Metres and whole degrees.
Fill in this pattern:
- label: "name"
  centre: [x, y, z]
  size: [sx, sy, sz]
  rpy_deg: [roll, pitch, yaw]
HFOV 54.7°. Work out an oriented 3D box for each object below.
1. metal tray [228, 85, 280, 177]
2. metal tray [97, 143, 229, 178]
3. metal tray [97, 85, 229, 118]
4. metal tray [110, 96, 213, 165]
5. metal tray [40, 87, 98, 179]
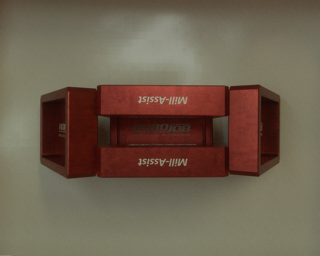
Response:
- label: "metal tray"
  centre: [0.113, 0.002, 0.359]
  size: [0.030, 0.131, 0.089]
  rpy_deg: [1, 91, 30]
- label: "metal tray"
  centre: [0.003, 0.034, 0.347]
  size: [0.131, 0.090, 0.030]
  rpy_deg: [0, 90, -1]
- label: "metal tray"
  centre: [0.003, -0.027, 0.347]
  size: [0.131, 0.090, 0.030]
  rpy_deg: [0, 90, 0]
- label: "metal tray"
  centre: [0.002, 0.003, 0.407]
  size: [0.131, 0.030, 0.089]
  rpy_deg: [0, 90, -1]
- label: "metal tray"
  centre: [-0.110, 0.003, 0.358]
  size: [0.030, 0.130, 0.089]
  rpy_deg: [0, 91, -32]
